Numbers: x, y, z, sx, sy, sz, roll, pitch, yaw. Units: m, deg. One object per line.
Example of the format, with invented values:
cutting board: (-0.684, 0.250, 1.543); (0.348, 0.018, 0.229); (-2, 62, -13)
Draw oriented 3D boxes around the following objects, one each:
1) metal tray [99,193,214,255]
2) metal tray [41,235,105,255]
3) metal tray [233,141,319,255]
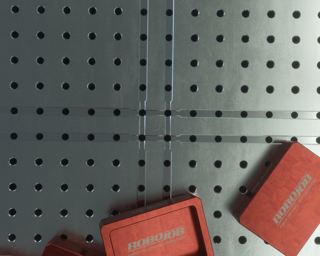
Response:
metal tray: (-0.003, 0.145, 0.395); (0.131, 0.030, 0.089); (-13, 90, -15)
metal tray: (-0.127, 0.222, 0.409); (0.090, 0.030, 0.129); (22, 90, -1)
metal tray: (0.173, 0.093, 0.413); (0.090, 0.030, 0.130); (36, 90, -1)
